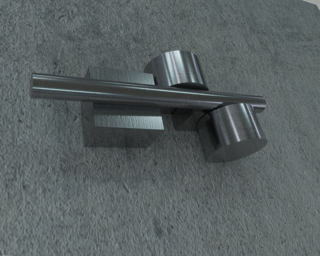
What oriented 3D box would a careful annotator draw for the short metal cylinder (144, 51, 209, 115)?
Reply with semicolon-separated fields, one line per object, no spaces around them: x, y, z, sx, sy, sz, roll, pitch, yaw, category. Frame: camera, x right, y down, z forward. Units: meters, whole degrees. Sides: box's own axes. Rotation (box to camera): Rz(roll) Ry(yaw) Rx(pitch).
0.022;-0.059;0.420;0.081;0.080;0.050;2;61;-28;short metal cylinder

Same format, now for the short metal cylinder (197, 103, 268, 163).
0.096;0.009;0.418;0.081;0.080;0.050;0;62;-29;short metal cylinder

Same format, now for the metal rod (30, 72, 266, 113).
0.009;-0.037;0.369;0.303;0.025;0.025;2;61;-29;metal rod

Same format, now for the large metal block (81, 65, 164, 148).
-0.049;-0.023;0.374;0.081;0.050;0.080;3;60;-27;large metal block

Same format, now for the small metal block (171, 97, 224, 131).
0.051;-0.018;0.428;0.050;0.050;0.025;1;62;-28;small metal block
